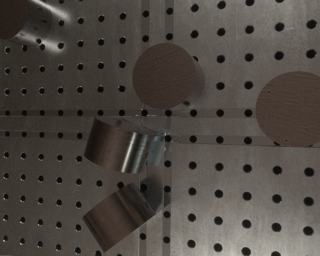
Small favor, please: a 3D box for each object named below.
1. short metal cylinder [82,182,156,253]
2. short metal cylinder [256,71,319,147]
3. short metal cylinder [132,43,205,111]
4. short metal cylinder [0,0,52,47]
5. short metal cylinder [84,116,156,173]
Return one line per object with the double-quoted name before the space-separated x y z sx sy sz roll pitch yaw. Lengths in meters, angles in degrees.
"short metal cylinder" -0.052 0.114 0.401 0.080 0.080 0.050 -40 78 15
"short metal cylinder" 0.150 -0.020 0.346 0.080 0.050 0.079 0 90 19
"short metal cylinder" 0.012 -0.062 0.394 0.080 0.050 0.079 0 90 19
"short metal cylinder" -0.215 -0.169 0.473 0.080 0.050 0.079 0 90 19
"short metal cylinder" -0.052 0.020 0.401 0.080 0.080 0.050 20 97 18
